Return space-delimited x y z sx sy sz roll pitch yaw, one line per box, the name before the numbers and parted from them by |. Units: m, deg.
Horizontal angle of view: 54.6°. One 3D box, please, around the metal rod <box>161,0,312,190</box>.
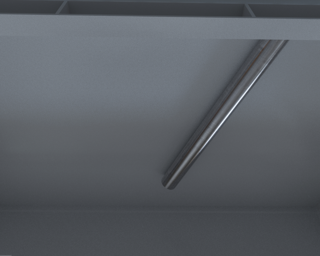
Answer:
metal rod | 0.076 -0.018 0.393 0.025 0.025 0.298 19 128 -16
